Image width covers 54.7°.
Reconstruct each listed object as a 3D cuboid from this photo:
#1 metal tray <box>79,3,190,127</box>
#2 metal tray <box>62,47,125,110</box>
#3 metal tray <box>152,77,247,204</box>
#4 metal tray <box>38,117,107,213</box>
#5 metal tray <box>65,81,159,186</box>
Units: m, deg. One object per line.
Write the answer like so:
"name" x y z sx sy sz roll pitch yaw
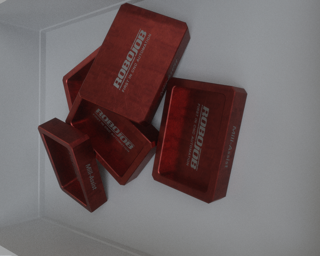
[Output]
"metal tray" -0.030 -0.078 0.379 0.090 0.030 0.130 24 86 14
"metal tray" -0.095 -0.064 0.477 0.130 0.030 0.090 -26 74 36
"metal tray" 0.043 0.011 0.364 0.090 0.030 0.129 16 100 38
"metal tray" -0.131 0.056 0.468 0.090 0.030 0.129 22 133 37
"metal tray" -0.066 0.003 0.426 0.130 0.030 0.089 45 124 14
